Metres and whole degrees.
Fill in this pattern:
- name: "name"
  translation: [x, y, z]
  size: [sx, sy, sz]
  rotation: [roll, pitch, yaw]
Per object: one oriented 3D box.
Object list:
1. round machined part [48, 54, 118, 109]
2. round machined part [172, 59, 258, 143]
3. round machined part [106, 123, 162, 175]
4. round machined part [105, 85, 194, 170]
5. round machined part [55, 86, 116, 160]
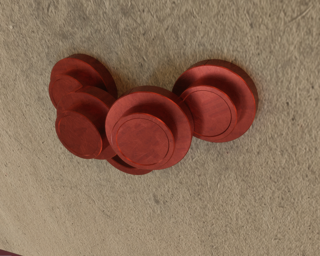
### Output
- name: "round machined part"
  translation: [-0.111, -0.048, 0.423]
  size: [0.098, 0.042, 0.097]
  rotation: [13, 124, 20]
- name: "round machined part"
  translation: [0.057, -0.024, 0.350]
  size: [0.098, 0.042, 0.097]
  rotation: [13, 124, 20]
- name: "round machined part"
  translation: [-0.036, 0.013, 0.423]
  size: [0.098, 0.042, 0.097]
  rotation: [13, 124, 20]
- name: "round machined part"
  translation: [-0.014, 0.006, 0.340]
  size: [0.098, 0.042, 0.097]
  rotation: [5, 117, 10]
- name: "round machined part"
  translation: [-0.090, 0.000, 0.388]
  size: [0.098, 0.042, 0.097]
  rotation: [13, 124, 20]
